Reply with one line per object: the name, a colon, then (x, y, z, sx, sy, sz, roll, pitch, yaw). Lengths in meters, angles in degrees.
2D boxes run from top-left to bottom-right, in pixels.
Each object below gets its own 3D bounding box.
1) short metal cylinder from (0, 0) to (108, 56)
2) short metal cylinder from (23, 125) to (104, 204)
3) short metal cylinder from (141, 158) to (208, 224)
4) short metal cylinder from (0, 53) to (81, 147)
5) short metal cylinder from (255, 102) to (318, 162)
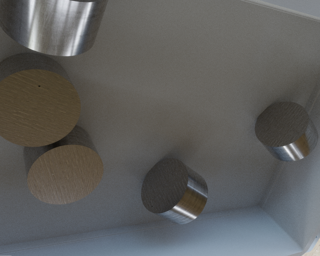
short metal cylinder: (-0.086, -0.105, 0.253, 0.081, 0.080, 0.050, 2, 141, -30)
short metal cylinder: (-0.111, 0.040, 0.356, 0.081, 0.050, 0.079, -14, 124, -21)
short metal cylinder: (0.020, 0.090, 0.439, 0.080, 0.080, 0.050, -47, 129, 5)
short metal cylinder: (-0.125, -0.028, 0.307, 0.081, 0.050, 0.079, -14, 124, -21)
short metal cylinder: (0.197, 0.006, 0.484, 0.080, 0.080, 0.050, -46, 129, 4)
